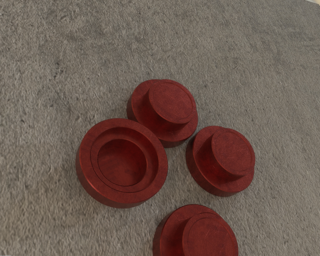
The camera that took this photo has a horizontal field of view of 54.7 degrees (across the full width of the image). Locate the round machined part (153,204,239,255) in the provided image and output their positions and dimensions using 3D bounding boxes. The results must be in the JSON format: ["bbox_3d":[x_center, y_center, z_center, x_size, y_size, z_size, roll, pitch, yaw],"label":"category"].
[{"bbox_3d":[0.045,0.131,0.337,0.099,0.042,0.098,14,56,-21],"label":"round machined part"}]

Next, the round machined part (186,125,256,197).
[{"bbox_3d":[0.088,0.039,0.416,0.099,0.042,0.098,14,56,-21],"label":"round machined part"}]

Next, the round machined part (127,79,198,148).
[{"bbox_3d":[0.009,-0.026,0.413,0.099,0.042,0.098,14,56,-21],"label":"round machined part"}]

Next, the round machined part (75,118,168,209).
[{"bbox_3d":[-0.044,0.041,0.344,0.099,0.042,0.098,14,56,-21],"label":"round machined part"}]
